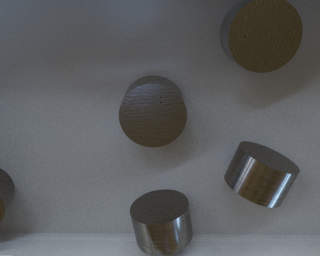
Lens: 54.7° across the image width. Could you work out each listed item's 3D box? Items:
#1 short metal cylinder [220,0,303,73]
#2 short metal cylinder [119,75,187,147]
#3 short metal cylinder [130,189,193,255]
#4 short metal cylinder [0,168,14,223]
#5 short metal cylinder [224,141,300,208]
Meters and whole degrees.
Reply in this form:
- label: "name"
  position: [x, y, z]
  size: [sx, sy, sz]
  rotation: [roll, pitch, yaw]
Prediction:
- label: "short metal cylinder"
  position: [0.114, -0.108, 0.360]
  size: [0.081, 0.050, 0.079]
  rotation: [0, 110, -1]
- label: "short metal cylinder"
  position: [-0.009, -0.022, 0.390]
  size: [0.081, 0.050, 0.079]
  rotation: [0, 110, -1]
- label: "short metal cylinder"
  position: [0.003, 0.129, 0.430]
  size: [0.080, 0.080, 0.050]
  rotation: [-8, 110, 2]
- label: "short metal cylinder"
  position: [-0.249, 0.096, 0.423]
  size: [0.081, 0.050, 0.079]
  rotation: [-4, 111, -9]
- label: "short metal cylinder"
  position: [0.132, 0.059, 0.406]
  size: [0.080, 0.080, 0.050]
  rotation: [18, 109, -7]
